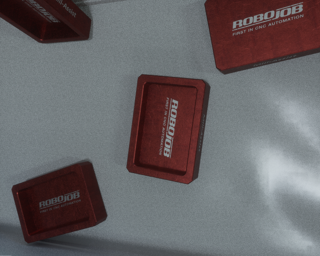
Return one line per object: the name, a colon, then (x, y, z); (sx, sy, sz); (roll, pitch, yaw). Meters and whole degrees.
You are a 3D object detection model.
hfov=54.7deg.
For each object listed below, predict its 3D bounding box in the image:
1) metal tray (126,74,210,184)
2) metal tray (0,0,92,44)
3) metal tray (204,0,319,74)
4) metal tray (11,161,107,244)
metal tray: (0.010, 0.000, 0.403); (0.090, 0.030, 0.129); (8, 93, 19)
metal tray: (-0.164, -0.158, 0.411); (0.090, 0.130, 0.030); (1, 79, 20)
metal tray: (0.125, -0.122, 0.363); (0.130, 0.030, 0.090); (-11, 86, 19)
metal tray: (-0.152, 0.111, 0.461); (0.130, 0.030, 0.090); (-20, 84, 18)
